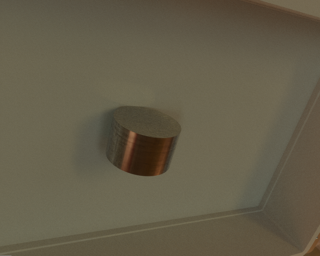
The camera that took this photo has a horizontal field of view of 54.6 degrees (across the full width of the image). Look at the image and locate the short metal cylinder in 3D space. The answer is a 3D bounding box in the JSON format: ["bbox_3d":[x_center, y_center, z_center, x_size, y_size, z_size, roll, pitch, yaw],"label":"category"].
[{"bbox_3d":[-0.020,0.013,0.370,0.081,0.080,0.050,1,118,-29],"label":"short metal cylinder"}]
